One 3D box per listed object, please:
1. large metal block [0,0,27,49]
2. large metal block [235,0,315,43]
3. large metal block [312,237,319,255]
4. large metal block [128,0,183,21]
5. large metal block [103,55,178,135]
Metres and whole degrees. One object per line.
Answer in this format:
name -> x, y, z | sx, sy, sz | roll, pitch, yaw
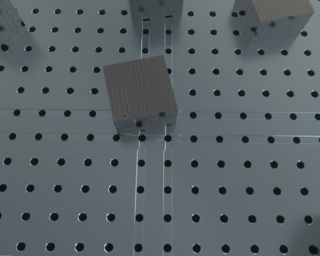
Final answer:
large metal block -> -0.254, -0.174, 0.443 | 0.080, 0.080, 0.050 | 35, 74, 11
large metal block -> 0.169, -0.183, 0.467 | 0.081, 0.050, 0.080 | -12, 71, -5
large metal block -> 0.213, 0.139, 0.334 | 0.050, 0.080, 0.080 | 30, 73, 10
large metal block -> -0.009, -0.211, 0.460 | 0.081, 0.080, 0.050 | -10, 71, -4
large metal block -> -0.026, -0.043, 0.414 | 0.081, 0.050, 0.080 | -12, 71, -5
